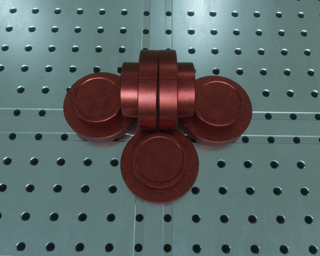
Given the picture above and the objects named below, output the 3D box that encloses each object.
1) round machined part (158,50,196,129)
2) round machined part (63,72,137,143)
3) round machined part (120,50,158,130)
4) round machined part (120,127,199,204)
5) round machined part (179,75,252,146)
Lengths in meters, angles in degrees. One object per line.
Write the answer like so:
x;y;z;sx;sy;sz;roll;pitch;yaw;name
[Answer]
0.020;-0.047;0.385;0.042;0.098;0.098;-1;70;-1;round machined part
-0.080;-0.032;0.413;0.099;0.042;0.098;0;70;-1;round machined part
-0.024;-0.047;0.383;0.042;0.098;0.098;1;70;0;round machined part
0.000;0.044;0.386;0.099;0.042;0.098;0;70;-1;round machined part
0.074;-0.028;0.413;0.099;0.042;0.098;0;70;-1;round machined part
